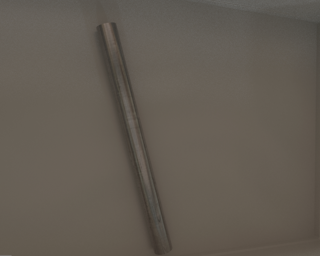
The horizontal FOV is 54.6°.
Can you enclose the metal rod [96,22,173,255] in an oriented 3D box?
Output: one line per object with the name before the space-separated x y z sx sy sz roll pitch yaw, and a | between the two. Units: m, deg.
metal rod | -0.031 0.017 0.398 0.025 0.025 0.299 -16 95 -19
